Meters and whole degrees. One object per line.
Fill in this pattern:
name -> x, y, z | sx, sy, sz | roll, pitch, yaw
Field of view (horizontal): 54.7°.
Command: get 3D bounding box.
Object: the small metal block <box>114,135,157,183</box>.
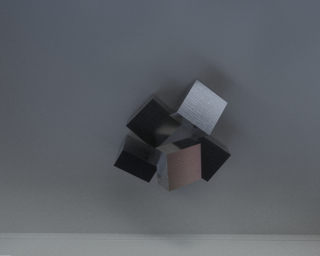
small metal block -> -0.030, 0.040, 0.410 | 0.050, 0.050, 0.025 | 28, 108, -10

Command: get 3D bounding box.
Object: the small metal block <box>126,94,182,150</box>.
small metal block -> -0.008, -0.008, 0.406 | 0.050, 0.025, 0.050 | 42, 104, -14

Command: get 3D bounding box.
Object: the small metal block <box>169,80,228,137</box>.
small metal block -> 0.049, -0.024, 0.390 | 0.050, 0.025, 0.050 | 35, 73, -13

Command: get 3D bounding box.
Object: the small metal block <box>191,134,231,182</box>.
small metal block -> 0.059, 0.037, 0.424 | 0.050, 0.025, 0.050 | 34, 106, -12

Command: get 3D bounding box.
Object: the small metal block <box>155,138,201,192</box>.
small metal block -> 0.024, 0.045, 0.388 | 0.050, 0.025, 0.050 | -16, 113, -29
